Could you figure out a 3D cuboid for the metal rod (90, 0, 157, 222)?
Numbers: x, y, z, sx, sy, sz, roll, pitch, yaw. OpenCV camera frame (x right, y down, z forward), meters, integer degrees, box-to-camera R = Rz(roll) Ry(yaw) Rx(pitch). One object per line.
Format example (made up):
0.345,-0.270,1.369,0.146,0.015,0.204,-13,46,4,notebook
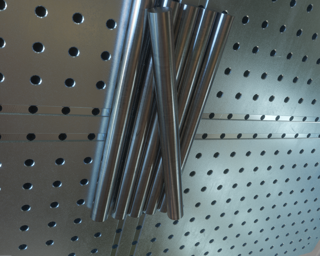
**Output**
-0.051,-0.007,0.378,0.025,0.025,0.298,1,118,-29,metal rod

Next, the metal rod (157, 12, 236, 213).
0.041,-0.005,0.430,0.025,0.025,0.298,1,118,-29,metal rod

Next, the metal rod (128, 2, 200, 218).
-0.004,-0.005,0.404,0.025,0.025,0.298,1,118,-29,metal rod

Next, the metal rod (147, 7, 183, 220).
0.012,0.007,0.388,0.025,0.025,0.298,-18,126,-18,metal rod

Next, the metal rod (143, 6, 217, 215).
0.018,-0.006,0.418,0.025,0.025,0.298,1,118,-29,metal rod

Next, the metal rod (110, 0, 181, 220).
-0.025,-0.005,0.392,0.025,0.025,0.298,1,118,-29,metal rod
